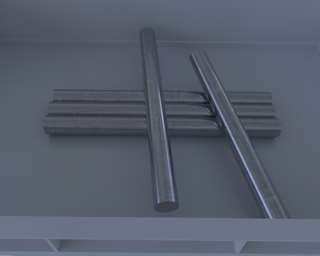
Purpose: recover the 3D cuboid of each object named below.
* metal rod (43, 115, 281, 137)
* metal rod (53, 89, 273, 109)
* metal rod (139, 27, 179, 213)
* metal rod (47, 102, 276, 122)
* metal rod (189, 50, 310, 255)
[{"bbox_3d":[0.003,-0.002,0.405,0.302,0.025,0.025,1,50,0],"label":"metal rod"},{"bbox_3d":[0.004,-0.040,0.437,0.302,0.025,0.025,1,50,0],"label":"metal rod"},{"bbox_3d":[-0.007,-0.036,0.401,0.025,0.025,0.300,-4,50,-4],"label":"metal rod"},{"bbox_3d":[0.002,-0.021,0.421,0.302,0.025,0.025,1,50,0],"label":"metal rod"},{"bbox_3d":[0.094,0.019,0.363,0.025,0.025,0.299,-12,58,-10],"label":"metal rod"}]
